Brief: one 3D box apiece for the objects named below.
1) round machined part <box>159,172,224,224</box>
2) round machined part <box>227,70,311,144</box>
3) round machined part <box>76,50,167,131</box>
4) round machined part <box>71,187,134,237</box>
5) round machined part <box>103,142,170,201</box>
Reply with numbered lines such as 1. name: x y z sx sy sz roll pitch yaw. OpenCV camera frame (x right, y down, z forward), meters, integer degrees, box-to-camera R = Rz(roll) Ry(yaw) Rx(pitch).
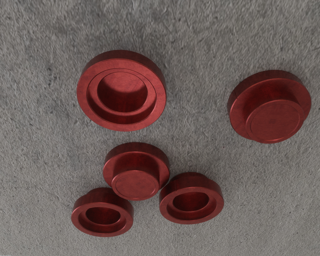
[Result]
1. round machined part: 0.047 0.106 0.485 0.099 0.042 0.097 -2 131 -2
2. round machined part: 0.136 -0.019 0.381 0.099 0.042 0.097 0 130 0
3. round machined part: -0.042 -0.046 0.356 0.099 0.042 0.097 0 130 0
4. round machined part: -0.092 0.135 0.510 0.099 0.042 0.097 0 130 0
5. round machined part: -0.035 0.070 0.455 0.099 0.042 0.097 0 130 0
